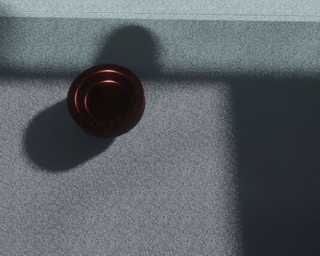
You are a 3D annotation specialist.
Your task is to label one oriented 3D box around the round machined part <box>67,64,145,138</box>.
[{"bbox_3d":[-0.069,-0.032,0.412,0.099,0.042,0.098,0,70,-1],"label":"round machined part"}]
